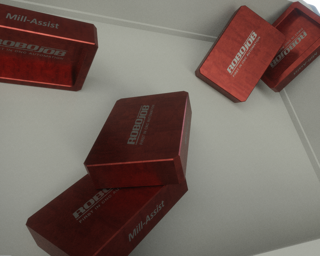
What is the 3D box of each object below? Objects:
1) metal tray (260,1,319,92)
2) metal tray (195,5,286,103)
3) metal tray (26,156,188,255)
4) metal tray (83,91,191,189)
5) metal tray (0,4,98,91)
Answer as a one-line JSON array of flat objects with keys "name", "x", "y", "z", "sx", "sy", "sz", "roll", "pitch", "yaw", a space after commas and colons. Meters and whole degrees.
[{"name": "metal tray", "x": 0.216, "y": -0.137, "z": 0.529, "sx": 0.030, "sy": 0.130, "sz": 0.090, "roll": 16, "pitch": 34, "yaw": -52}, {"name": "metal tray", "x": 0.129, "y": -0.117, "z": 0.500, "sx": 0.090, "sy": 0.030, "sz": 0.130, "roll": 34, "pitch": 87, "yaw": -7}, {"name": "metal tray", "x": -0.046, "y": 0.073, "z": 0.298, "sx": 0.131, "sy": 0.090, "sz": 0.030, "roll": -38, "pitch": 127, "yaw": -39}, {"name": "metal tray", "x": -0.016, "y": 0.007, "z": 0.333, "sx": 0.090, "sy": 0.030, "sz": 0.130, "roll": -6, "pitch": 32, "yaw": 13}, {"name": "metal tray", "x": -0.143, "y": -0.084, "z": 0.338, "sx": 0.131, "sy": 0.090, "sz": 0.030, "roll": 4, "pitch": 60, "yaw": -26}]
